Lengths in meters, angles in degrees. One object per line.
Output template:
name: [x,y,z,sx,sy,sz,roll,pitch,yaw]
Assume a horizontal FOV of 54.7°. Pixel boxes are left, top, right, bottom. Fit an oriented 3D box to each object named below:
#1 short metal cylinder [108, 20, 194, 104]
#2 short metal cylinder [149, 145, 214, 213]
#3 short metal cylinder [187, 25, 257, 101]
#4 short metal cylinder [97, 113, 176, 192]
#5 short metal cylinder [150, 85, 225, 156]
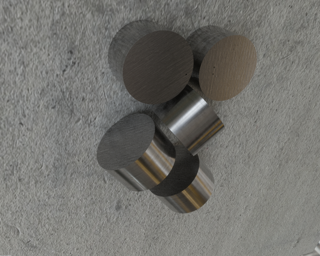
short metal cylinder: [-0.011,-0.072,0.340,0.081,0.050,0.079,-14,124,-21]
short metal cylinder: [0.028,0.070,0.430,0.080,0.080,0.050,-40,129,-1]
short metal cylinder: [0.070,-0.080,0.379,0.081,0.050,0.079,-14,124,-21]
short metal cylinder: [-0.028,0.029,0.374,0.080,0.080,0.050,-40,129,-1]
short metal cylinder: [0.033,-0.011,0.382,0.050,0.080,0.080,-42,129,0]
